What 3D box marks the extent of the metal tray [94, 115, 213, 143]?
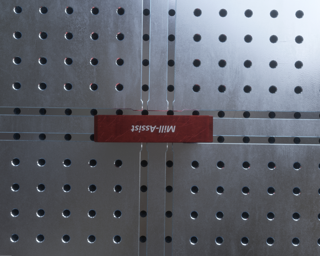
[{"bbox_3d":[-0.007,0.001,0.380,0.131,0.090,0.030,0,90,0],"label":"metal tray"}]
